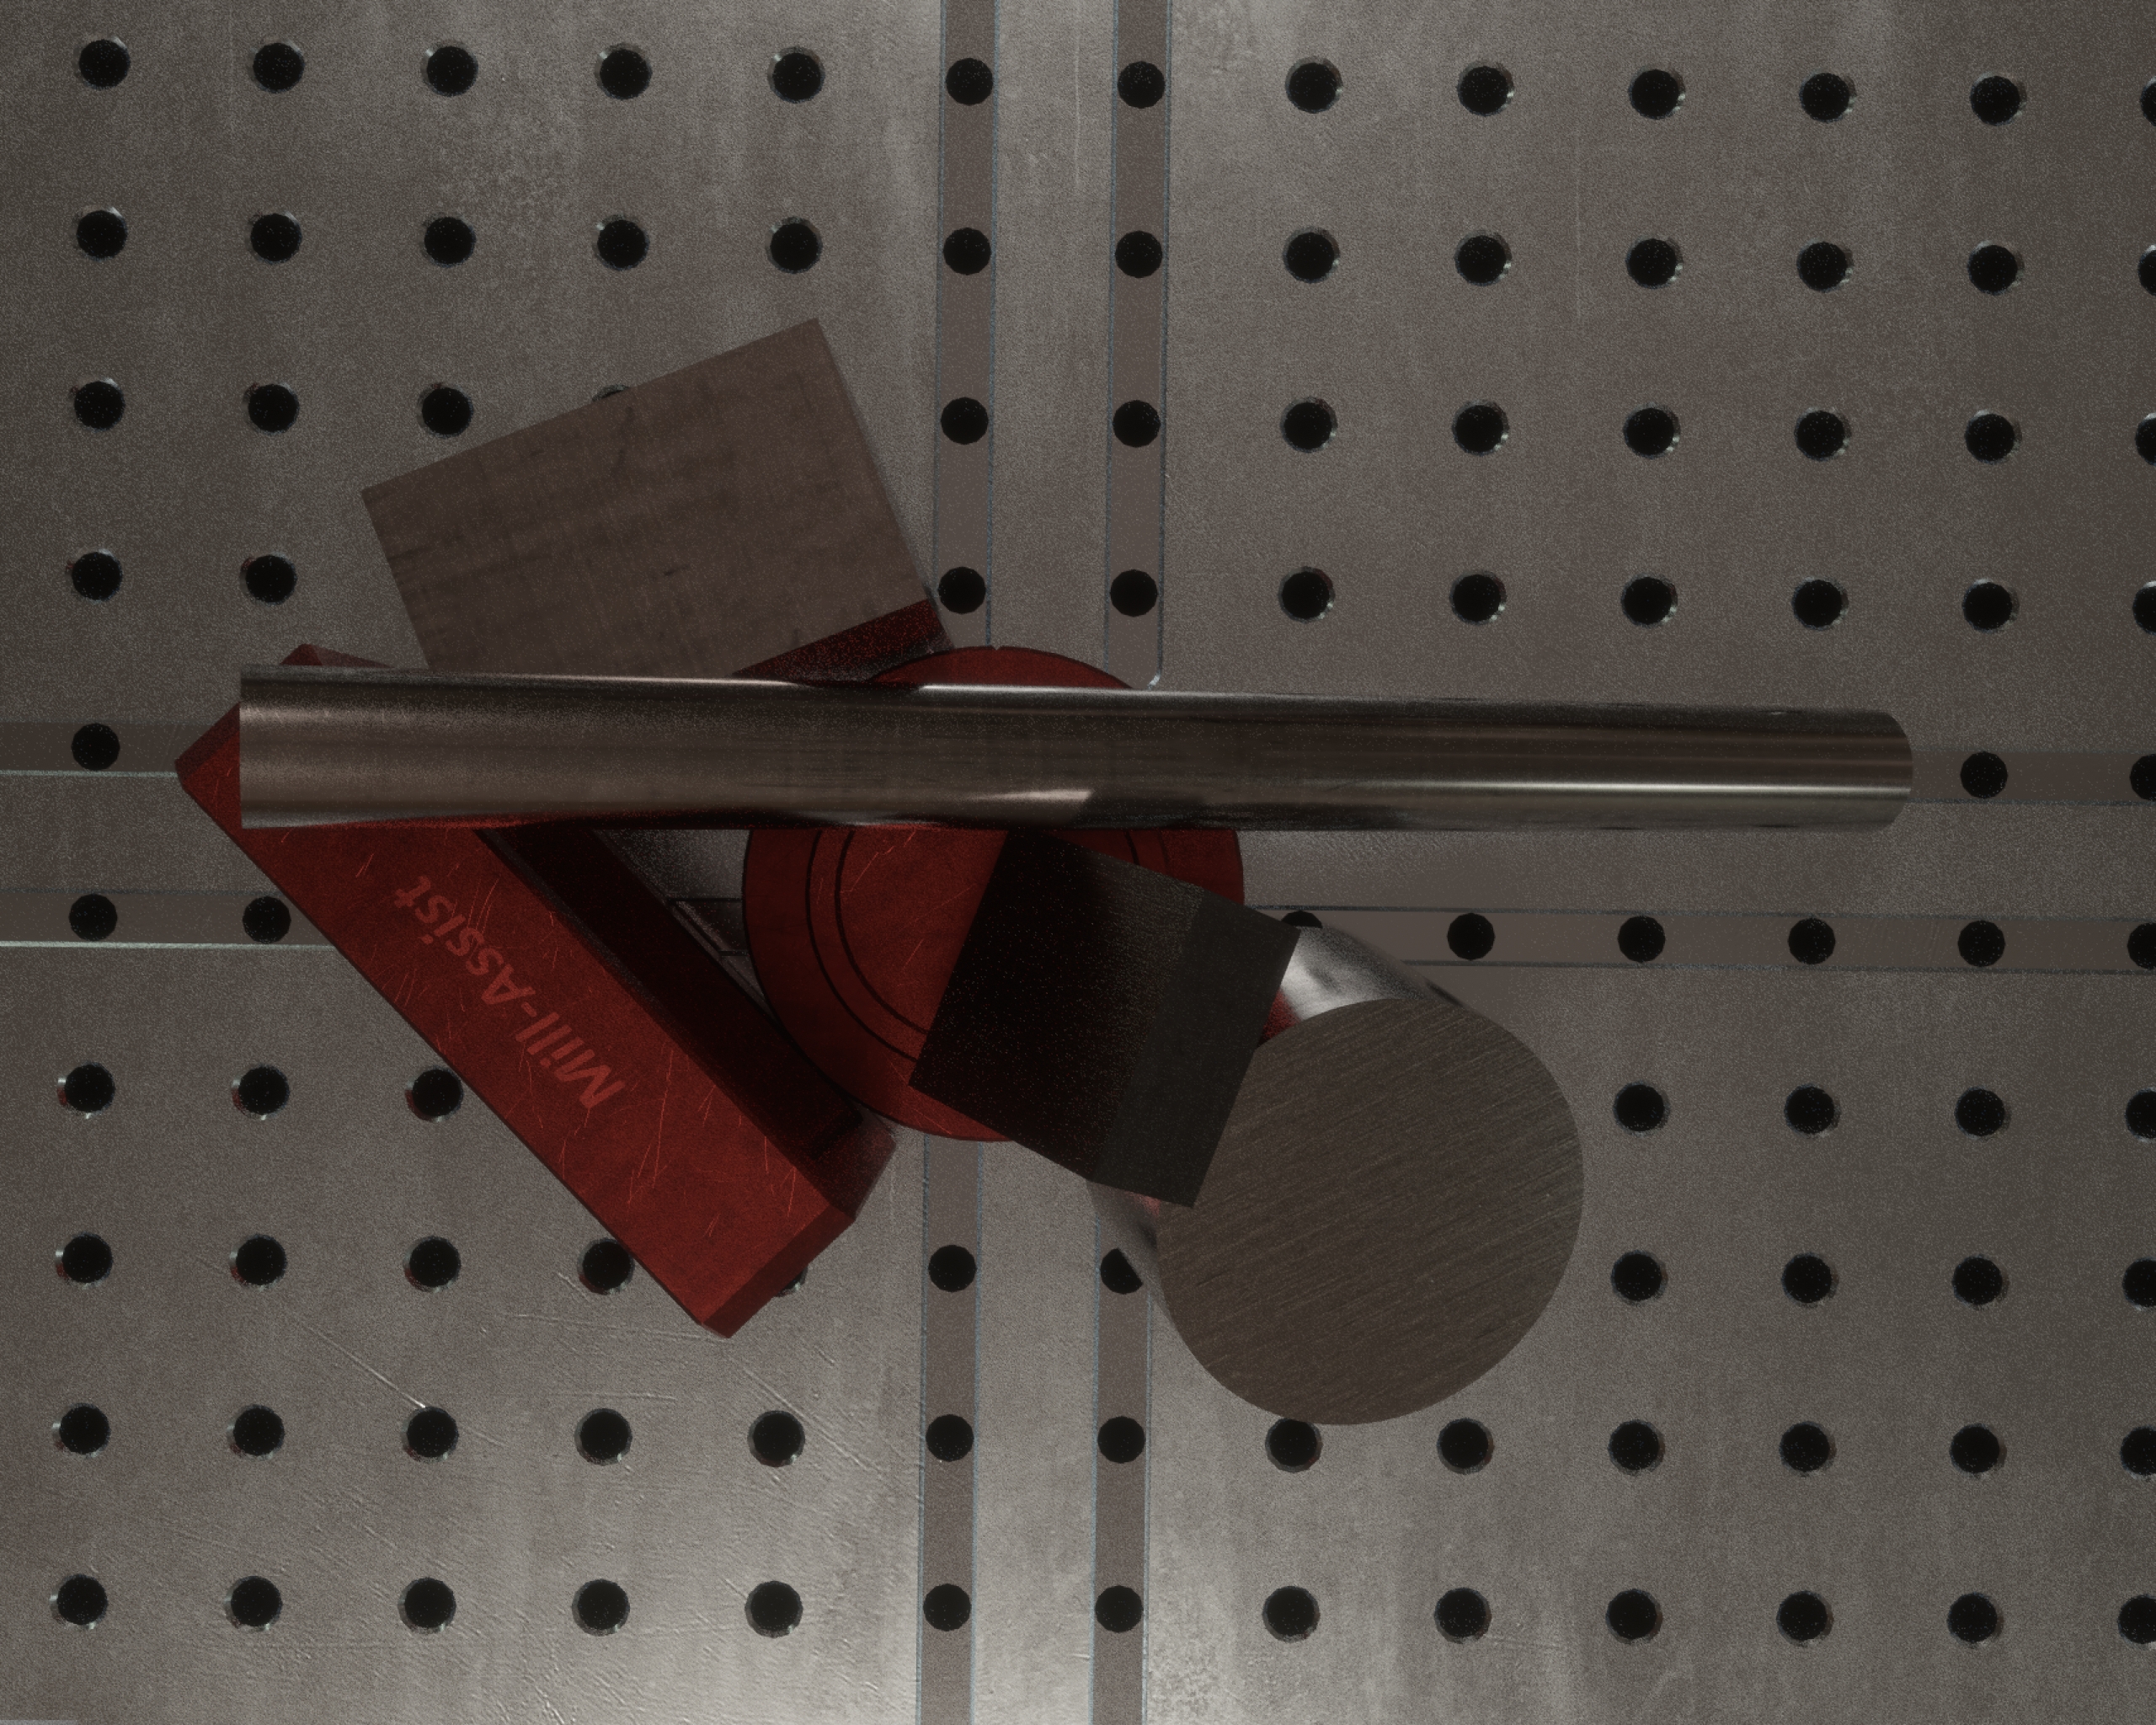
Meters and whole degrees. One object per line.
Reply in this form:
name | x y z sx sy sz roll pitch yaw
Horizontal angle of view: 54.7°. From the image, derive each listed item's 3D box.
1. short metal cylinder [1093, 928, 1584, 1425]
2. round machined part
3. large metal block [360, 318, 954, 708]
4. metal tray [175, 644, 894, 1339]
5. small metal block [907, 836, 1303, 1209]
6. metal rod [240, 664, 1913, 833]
short metal cylinder | 0.046 0.057 0.389 0.081 0.050 0.079 -4 103 -15
round machined part | -0.017 0.006 0.407 0.099 0.042 0.097 0 90 -1
large metal block | -0.072 -0.053 0.383 0.080 0.080 0.050 -21 90 0
metal tray | -0.092 0.021 0.379 0.030 0.090 0.130 -44 91 0
small metal block | 0.004 0.025 0.357 0.025 0.050 0.050 23 87 -43
metal rod | 0.016 -0.018 0.366 0.303 0.025 0.025 0 90 -20
